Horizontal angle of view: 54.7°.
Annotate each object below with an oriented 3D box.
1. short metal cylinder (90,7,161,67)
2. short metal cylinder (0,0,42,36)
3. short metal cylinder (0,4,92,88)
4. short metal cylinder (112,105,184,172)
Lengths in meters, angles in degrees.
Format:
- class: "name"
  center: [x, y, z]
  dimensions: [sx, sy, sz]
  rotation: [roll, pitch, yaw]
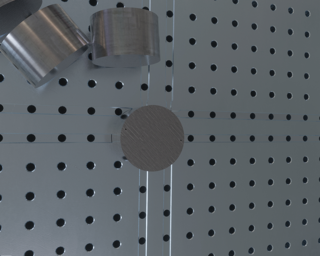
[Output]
- class: "short metal cylinder"
  center: [-0.041, -0.104, 0.368]
  dimensions: [0.081, 0.080, 0.050]
  rotation: [-4, 92, -20]
- class: "short metal cylinder"
  center: [-0.172, -0.135, 0.320]
  dimensions: [0.080, 0.080, 0.050]
  rotation: [-37, 102, -16]
- class: "short metal cylinder"
  center: [-0.122, -0.088, 0.338]
  dimensions: [0.080, 0.080, 0.050]
  rotation: [-43, 104, -15]
- class: "short metal cylinder"
  center: [-0.016, 0.012, 0.393]
  dimensions: [0.081, 0.050, 0.080]
  rotation: [0, 90, -20]
